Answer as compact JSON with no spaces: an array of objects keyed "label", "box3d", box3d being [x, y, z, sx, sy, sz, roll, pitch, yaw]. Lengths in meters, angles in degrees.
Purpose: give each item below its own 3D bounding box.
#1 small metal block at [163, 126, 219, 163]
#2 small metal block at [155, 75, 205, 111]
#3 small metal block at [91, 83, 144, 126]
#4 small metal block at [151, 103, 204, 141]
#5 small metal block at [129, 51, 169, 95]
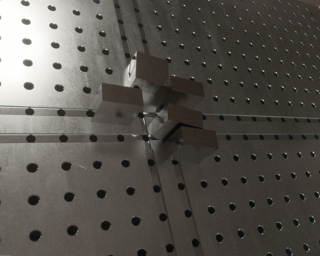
[{"label":"small metal block","box3d":[0.039,0.023,0.401,0.050,0.050,0.025,8,59,-25]},{"label":"small metal block","box3d":[0.027,-0.044,0.435,0.050,0.050,0.025,10,58,-24]},{"label":"small metal block","box3d":[-0.054,-0.027,0.381,0.050,0.050,0.025,6,59,-26]},{"label":"small metal block","box3d":[0.022,-0.004,0.408,0.050,0.050,0.025,14,56,-21]},{"label":"small metal block","box3d":[-0.016,-0.078,0.449,0.050,0.025,0.050,13,56,-21]}]
